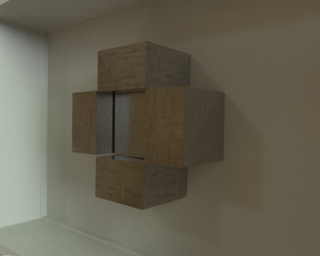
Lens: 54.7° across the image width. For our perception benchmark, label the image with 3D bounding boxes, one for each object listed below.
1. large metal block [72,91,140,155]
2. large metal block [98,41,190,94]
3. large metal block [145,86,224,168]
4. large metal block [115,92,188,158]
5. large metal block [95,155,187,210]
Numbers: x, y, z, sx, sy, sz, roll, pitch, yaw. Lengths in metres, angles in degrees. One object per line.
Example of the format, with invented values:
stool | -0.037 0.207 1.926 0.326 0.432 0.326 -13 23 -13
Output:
large metal block | -0.072 -0.007 0.430 0.050 0.081 0.080 1 91 40
large metal block | -0.020 -0.069 0.385 0.080 0.081 0.050 1 91 40
large metal block | 0.029 -0.002 0.346 0.050 0.081 0.080 1 91 40
large metal block | -0.012 -0.004 0.397 0.080 0.050 0.080 1 91 40
large metal block | -0.023 0.061 0.388 0.080 0.081 0.050 3 92 40
